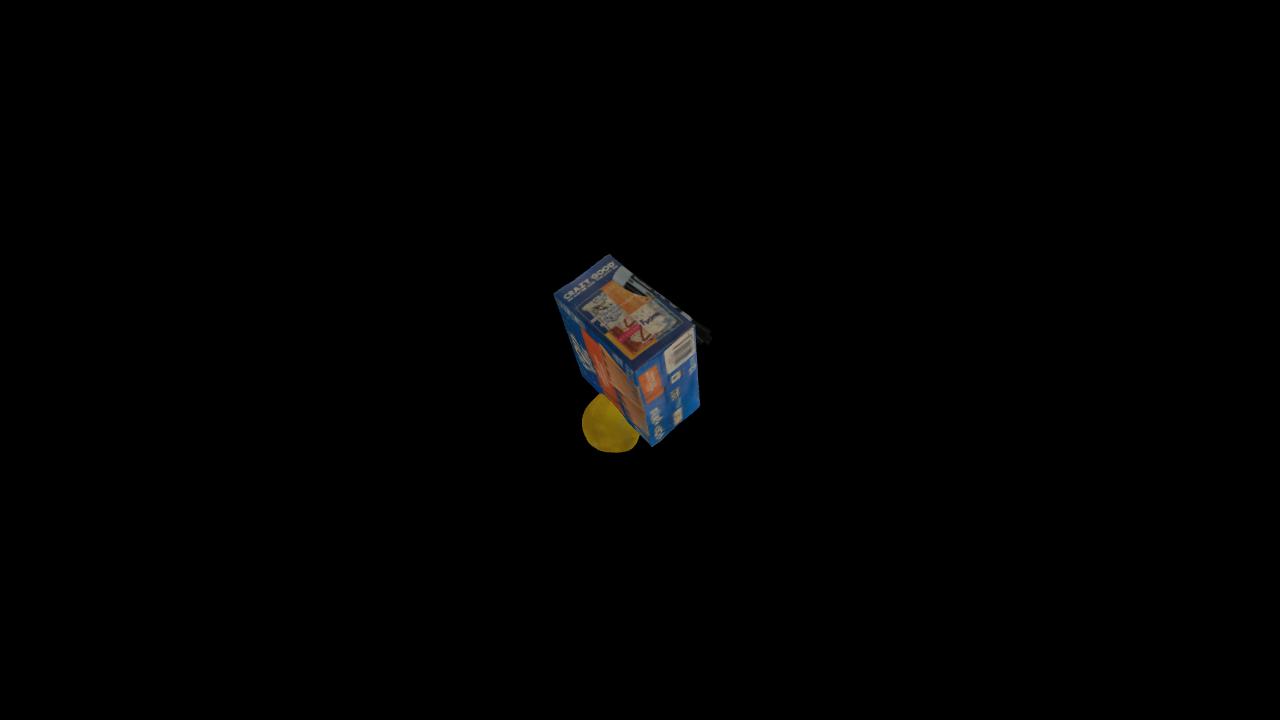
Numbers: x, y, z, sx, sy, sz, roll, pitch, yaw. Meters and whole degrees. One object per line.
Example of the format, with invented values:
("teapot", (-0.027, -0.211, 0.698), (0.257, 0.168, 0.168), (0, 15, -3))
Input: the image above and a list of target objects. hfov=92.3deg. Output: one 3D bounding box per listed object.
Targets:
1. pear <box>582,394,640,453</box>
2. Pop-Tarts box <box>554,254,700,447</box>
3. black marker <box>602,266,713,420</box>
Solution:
("pear", (-0.034, 0.057, 0.764), (0.080, 0.111, 0.080), (4, 5, 0))
("Pop-Tarts box", (-0.010, -0.007, 0.693), (0.083, 0.141, 0.167), (-37, -30, -17))
("black marker", (0.024, -0.055, 0.637), (0.121, 0.020, 0.020), (37, 3, 4))
